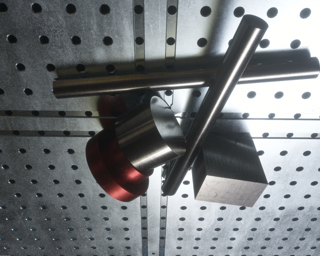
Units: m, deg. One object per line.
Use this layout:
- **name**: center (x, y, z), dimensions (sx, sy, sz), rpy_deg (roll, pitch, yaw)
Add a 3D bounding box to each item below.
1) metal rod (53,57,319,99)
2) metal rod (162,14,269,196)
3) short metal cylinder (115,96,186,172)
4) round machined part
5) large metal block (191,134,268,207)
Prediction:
- **metal rod**: center (0.027, -0.058, 0.362), dimensions (0.302, 0.025, 0.025), rpy_deg (-4, 130, 3)
- **metal rod**: center (0.051, 0.000, 0.389), dimensions (0.025, 0.025, 0.298), rpy_deg (11, 137, -9)
- **short metal cylinder**: center (-0.010, 0.007, 0.382), dimensions (0.050, 0.080, 0.080), rpy_deg (-27, 126, 20)
- **round machined part**: center (-0.045, 0.041, 0.399), dimensions (0.042, 0.098, 0.098), rpy_deg (-35, 123, 19)
- **large metal block**: center (0.090, 0.056, 0.425), dimensions (0.081, 0.080, 0.050), rpy_deg (9, 129, -9)
